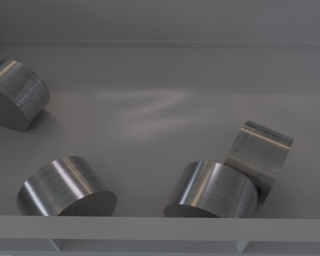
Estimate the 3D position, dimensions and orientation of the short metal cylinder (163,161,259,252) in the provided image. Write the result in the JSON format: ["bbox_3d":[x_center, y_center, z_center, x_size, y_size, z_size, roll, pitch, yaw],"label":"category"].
[{"bbox_3d":[0.051,0.078,0.304,0.080,0.080,0.050,20,53,16],"label":"short metal cylinder"}]

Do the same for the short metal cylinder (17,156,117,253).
[{"bbox_3d":[-0.090,0.075,0.306,0.080,0.080,0.050,-32,57,-24],"label":"short metal cylinder"}]

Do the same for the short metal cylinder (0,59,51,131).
[{"bbox_3d":[-0.193,-0.041,0.403,0.080,0.080,0.050,16,52,13],"label":"short metal cylinder"}]

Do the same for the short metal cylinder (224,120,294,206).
[{"bbox_3d":[0.104,0.037,0.338,0.050,0.080,0.080,26,55,20],"label":"short metal cylinder"}]
